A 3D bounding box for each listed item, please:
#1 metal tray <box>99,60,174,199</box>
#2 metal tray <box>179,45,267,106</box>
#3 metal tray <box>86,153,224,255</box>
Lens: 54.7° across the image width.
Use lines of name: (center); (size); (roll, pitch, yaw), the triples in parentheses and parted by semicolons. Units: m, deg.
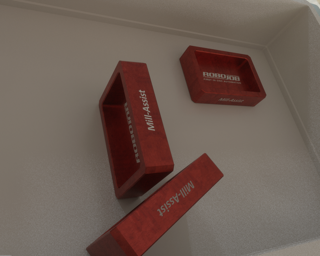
metal tray: (-0.032, 0.003, 0.344); (0.030, 0.090, 0.130); (-1, 62, -29)
metal tray: (0.104, -0.083, 0.508); (0.131, 0.030, 0.090); (1, 61, -28)
metal tray: (-0.004, 0.083, 0.310); (0.131, 0.090, 0.030); (-33, 80, -38)
